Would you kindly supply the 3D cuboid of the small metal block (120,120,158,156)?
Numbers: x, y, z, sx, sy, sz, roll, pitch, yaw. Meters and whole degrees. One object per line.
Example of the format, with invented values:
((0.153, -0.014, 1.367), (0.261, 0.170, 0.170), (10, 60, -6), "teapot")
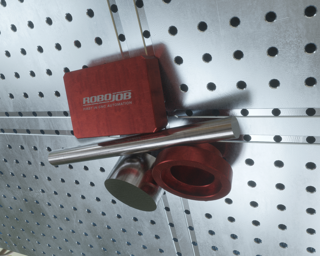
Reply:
((-0.029, 0.014, 0.445), (0.050, 0.025, 0.050), (17, 125, 18), "small metal block")

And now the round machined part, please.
((0.043, 0.051, 0.393), (0.098, 0.042, 0.097), (11, 143, 9), "round machined part")

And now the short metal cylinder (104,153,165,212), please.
((-0.031, 0.076, 0.441), (0.080, 0.050, 0.080), (19, 145, 14), "short metal cylinder")

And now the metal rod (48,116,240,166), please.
((-0.043, 0.023, 0.413), (0.300, 0.025, 0.025), (-11, 113, 32), "metal rod")

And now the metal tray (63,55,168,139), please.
((-0.060, -0.036, 0.397), (0.130, 0.030, 0.089), (-5, 97, 29), "metal tray")
